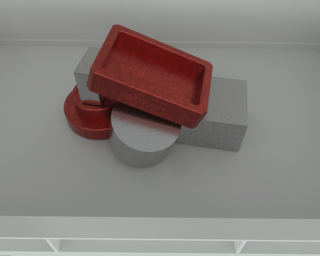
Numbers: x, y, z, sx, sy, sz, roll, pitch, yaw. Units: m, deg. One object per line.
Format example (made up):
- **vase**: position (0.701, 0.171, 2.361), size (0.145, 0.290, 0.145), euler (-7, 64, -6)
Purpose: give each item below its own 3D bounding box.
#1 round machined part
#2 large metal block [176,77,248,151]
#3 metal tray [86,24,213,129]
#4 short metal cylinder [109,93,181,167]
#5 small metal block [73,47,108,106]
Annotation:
- **round machined part**: position (-0.081, -0.035, 0.420), size (0.099, 0.042, 0.098), euler (0, 50, 0)
- **large metal block**: position (0.068, -0.022, 0.404), size (0.080, 0.050, 0.080), euler (8, 50, 6)
- **metal tray**: position (-0.007, -0.061, 0.359), size (0.131, 0.030, 0.090), euler (20, 50, -8)
- **short metal cylinder**: position (-0.020, 0.001, 0.371), size (0.081, 0.050, 0.080), euler (6, 63, -11)
- **small metal block**: position (-0.081, -0.064, 0.385), size (0.025, 0.050, 0.050), euler (10, 51, 8)
